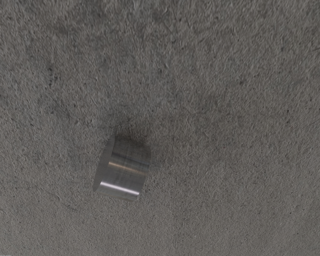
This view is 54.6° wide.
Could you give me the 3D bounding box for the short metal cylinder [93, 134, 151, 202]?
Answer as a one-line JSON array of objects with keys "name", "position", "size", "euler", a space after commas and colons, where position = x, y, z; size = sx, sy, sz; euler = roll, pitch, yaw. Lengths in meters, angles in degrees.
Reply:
[{"name": "short metal cylinder", "position": [-0.052, 0.054, 0.416], "size": [0.050, 0.080, 0.080], "euler": [20, 127, -17]}]
